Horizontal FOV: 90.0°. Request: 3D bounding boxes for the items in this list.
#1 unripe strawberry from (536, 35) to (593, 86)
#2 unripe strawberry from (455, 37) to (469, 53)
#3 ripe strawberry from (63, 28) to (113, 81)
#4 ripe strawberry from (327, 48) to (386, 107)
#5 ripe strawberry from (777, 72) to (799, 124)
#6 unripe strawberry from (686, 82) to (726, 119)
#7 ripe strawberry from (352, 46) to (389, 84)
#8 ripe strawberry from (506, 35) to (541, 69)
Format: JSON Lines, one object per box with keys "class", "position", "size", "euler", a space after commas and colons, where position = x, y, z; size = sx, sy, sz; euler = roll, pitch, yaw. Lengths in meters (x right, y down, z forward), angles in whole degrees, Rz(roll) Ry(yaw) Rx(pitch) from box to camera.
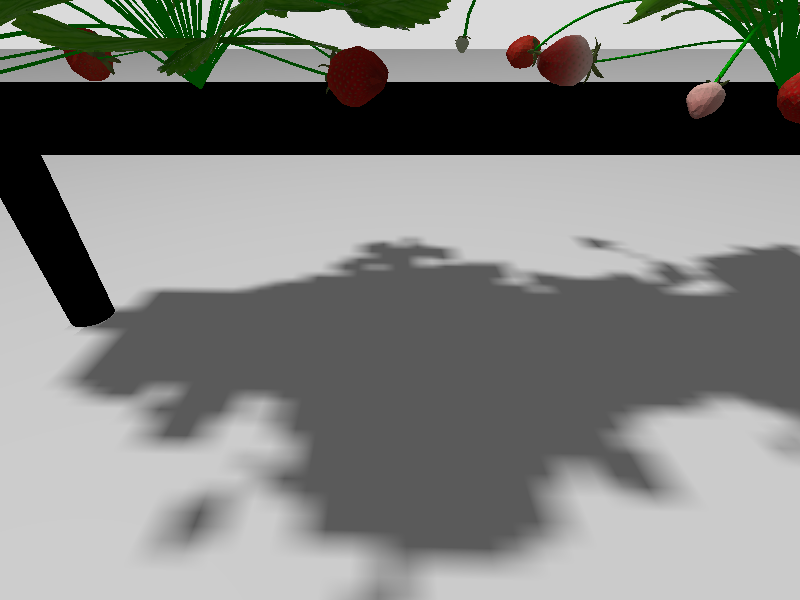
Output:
{"class": "unripe strawberry", "position": [0.125, -0.181, 0.304], "size": [0.039, 0.033, 0.039], "euler": [0, 33, 2]}
{"class": "unripe strawberry", "position": [0.051, -0.210, 0.330], "size": [0.011, 0.011, 0.010], "euler": [5, 34, 8]}
{"class": "ripe strawberry", "position": [-0.274, -0.214, 0.350], "size": [0.038, 0.040, 0.035], "euler": [15, 36, 22]}
{"class": "ripe strawberry", "position": [-0.022, -0.118, 0.213], "size": [0.028, 0.028, 0.031], "euler": [24, 40, 31]}
{"class": "ripe strawberry", "position": [0.176, -0.086, 0.168], "size": [0.027, 0.024, 0.024], "euler": [22, 46, 30]}
{"class": "unripe strawberry", "position": [0.145, -0.095, 0.192], "size": [0.015, 0.016, 0.016], "euler": [31, -9, 38]}
{"class": "ripe strawberry", "position": [-0.021, -0.136, 0.241], "size": [0.027, 0.028, 0.025], "euler": [17, 37, 23]}
{"class": "ripe strawberry", "position": [0.146, -0.297, 0.480], "size": [0.039, 0.033, 0.039], "euler": [-21, 34, -28]}
